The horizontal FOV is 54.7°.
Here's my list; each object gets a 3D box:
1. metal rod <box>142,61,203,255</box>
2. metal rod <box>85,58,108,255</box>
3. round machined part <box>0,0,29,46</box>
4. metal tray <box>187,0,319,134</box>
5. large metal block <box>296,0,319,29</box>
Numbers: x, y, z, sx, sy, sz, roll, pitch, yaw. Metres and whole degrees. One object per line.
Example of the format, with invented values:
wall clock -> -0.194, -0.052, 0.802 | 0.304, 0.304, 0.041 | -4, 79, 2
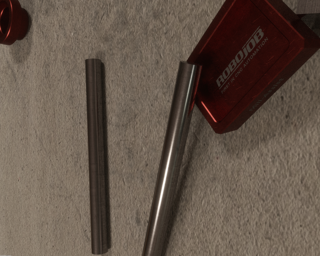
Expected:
metal rod -> 0.007, 0.071, 0.374 | 0.025, 0.025, 0.298 | 24, 112, 37
metal rod -> -0.099, 0.042, 0.483 | 0.025, 0.025, 0.298 | -4, 87, 39
round machined part -> -0.310, -0.221, 0.646 | 0.098, 0.042, 0.097 | 0, 90, 39
metal tray -> 0.079, -0.066, 0.313 | 0.090, 0.030, 0.129 | 59, 139, 23
large metal block -> 0.166, -0.128, 0.251 | 0.080, 0.050, 0.079 | 13, 98, 38
